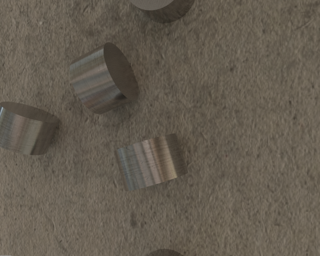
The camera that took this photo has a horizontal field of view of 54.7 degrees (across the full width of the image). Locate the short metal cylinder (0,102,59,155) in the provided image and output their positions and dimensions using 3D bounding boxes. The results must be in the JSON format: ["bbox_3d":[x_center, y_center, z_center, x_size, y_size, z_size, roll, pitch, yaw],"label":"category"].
[{"bbox_3d":[-0.195,0.000,0.447,0.080,0.080,0.050,24,98,18],"label":"short metal cylinder"}]

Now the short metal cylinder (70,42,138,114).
[{"bbox_3d":[-0.071,-0.064,0.404,0.050,0.080,0.080,-21,83,18],"label":"short metal cylinder"}]

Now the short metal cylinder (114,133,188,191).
[{"bbox_3d":[-0.011,0.042,0.383,0.080,0.080,0.050,-18,84,19],"label":"short metal cylinder"}]

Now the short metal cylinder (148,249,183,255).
[{"bbox_3d":[0.003,0.203,0.394,0.080,0.050,0.079,0,90,19],"label":"short metal cylinder"}]

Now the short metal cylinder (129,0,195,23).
[{"bbox_3d":[0.001,-0.181,0.395,0.080,0.050,0.079,0,90,19],"label":"short metal cylinder"}]
